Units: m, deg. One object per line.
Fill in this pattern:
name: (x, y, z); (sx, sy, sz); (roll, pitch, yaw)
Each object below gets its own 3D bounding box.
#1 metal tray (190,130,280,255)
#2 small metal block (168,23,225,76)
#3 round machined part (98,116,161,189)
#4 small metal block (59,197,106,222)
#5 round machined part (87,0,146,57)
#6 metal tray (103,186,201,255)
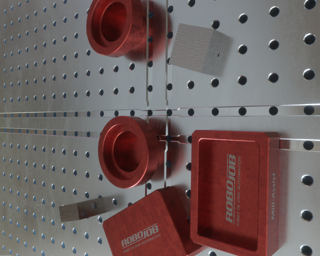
metal tray: (0.079, 0.068, 0.340); (0.090, 0.030, 0.129); (2, 91, 40)
small metal block: (0.043, -0.095, 0.374); (0.050, 0.025, 0.050); (25, 106, 37)
round machined part: (-0.038, 0.032, 0.430); (0.098, 0.042, 0.097); (0, 90, 40)
small metal block: (-0.124, 0.131, 0.496); (0.050, 0.050, 0.025); (-19, 78, 38)
round machined part: (-0.059, -0.151, 0.447); (0.098, 0.042, 0.097); (0, 90, 40)
metal tray: (-0.017, 0.146, 0.421); (0.130, 0.030, 0.090); (-37, 67, 33)
